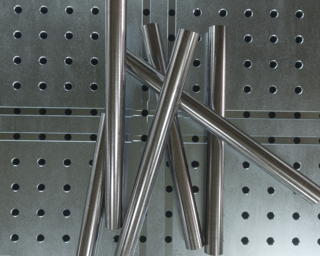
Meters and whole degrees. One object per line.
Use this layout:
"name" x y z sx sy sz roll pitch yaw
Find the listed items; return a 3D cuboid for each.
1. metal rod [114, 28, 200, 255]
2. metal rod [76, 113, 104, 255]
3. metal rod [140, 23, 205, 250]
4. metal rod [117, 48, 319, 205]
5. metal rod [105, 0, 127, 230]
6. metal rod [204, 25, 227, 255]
"metal rod" -0.008 0.032 0.379 0.025 0.025 0.298 16 103 0
"metal rod" -0.092 0.129 0.412 0.025 0.025 0.299 10 90 0
"metal rod" 0.017 0.011 0.413 0.025 0.025 0.299 -12 90 0
"metal rod" 0.074 -0.002 0.387 0.301 0.025 0.025 36 90 0
"metal rod" -0.055 -0.016 0.379 0.025 0.025 0.298 2 104 0
"metal rod" 0.074 0.016 0.413 0.025 0.025 0.298 1 90 0
